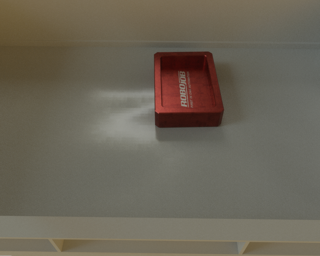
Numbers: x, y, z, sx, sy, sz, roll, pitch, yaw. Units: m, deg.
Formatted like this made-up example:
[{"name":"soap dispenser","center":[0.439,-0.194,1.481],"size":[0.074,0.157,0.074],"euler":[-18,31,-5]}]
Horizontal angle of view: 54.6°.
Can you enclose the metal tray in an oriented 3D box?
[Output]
[{"name":"metal tray","center":[0.037,-0.060,0.452],"size":[0.090,0.030,0.130],"euler":[-1,50,-1]}]
